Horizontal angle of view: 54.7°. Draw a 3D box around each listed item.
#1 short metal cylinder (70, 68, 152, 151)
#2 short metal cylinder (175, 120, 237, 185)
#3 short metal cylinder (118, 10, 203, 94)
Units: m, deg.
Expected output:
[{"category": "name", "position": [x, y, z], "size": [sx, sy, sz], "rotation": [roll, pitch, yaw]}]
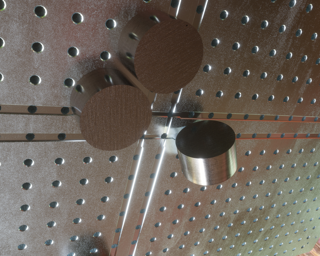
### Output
[{"category": "short metal cylinder", "position": [-0.056, -0.021, 0.351], "size": [0.081, 0.050, 0.079], "rotation": [-14, 125, -21]}, {"category": "short metal cylinder", "position": [0.065, 0.033, 0.432], "size": [0.081, 0.080, 0.050], "rotation": [-24, 127, -14]}, {"category": "short metal cylinder", "position": [0.000, -0.084, 0.343], "size": [0.081, 0.050, 0.079], "rotation": [-14, 124, -21]}]
